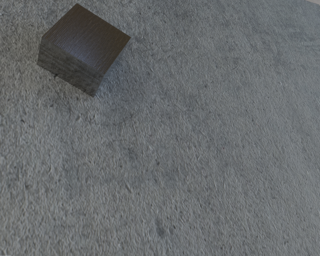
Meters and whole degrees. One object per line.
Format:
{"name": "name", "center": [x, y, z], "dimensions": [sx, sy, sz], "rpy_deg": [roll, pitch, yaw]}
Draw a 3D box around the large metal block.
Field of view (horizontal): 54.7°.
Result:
{"name": "large metal block", "center": [-0.096, -0.099, 0.397], "dimensions": [0.080, 0.050, 0.080], "rpy_deg": [31, 52, -9]}
